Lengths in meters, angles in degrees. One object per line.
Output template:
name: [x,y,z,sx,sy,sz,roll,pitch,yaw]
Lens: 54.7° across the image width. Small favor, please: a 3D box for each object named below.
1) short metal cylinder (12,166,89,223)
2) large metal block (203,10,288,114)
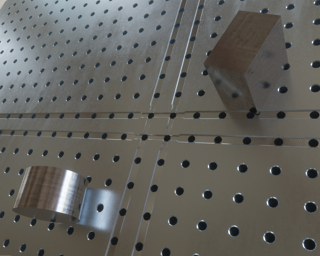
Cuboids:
short metal cylinder: [-0.136,0.086,0.392,0.080,0.080,0.050,-7,59,24]
large metal block: [0.105,-0.076,0.365,0.050,0.080,0.080,25,75,36]
